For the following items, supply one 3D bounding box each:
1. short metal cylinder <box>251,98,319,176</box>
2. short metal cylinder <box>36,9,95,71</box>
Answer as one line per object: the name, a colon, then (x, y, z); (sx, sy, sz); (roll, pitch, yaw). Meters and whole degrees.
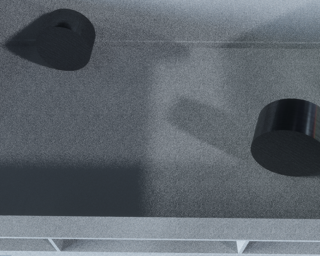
short metal cylinder: (0.151, 0.012, 0.360); (0.080, 0.080, 0.050); (17, 52, 13)
short metal cylinder: (-0.145, -0.136, 0.483); (0.080, 0.080, 0.050); (1, 50, 0)
